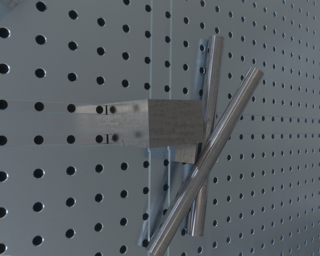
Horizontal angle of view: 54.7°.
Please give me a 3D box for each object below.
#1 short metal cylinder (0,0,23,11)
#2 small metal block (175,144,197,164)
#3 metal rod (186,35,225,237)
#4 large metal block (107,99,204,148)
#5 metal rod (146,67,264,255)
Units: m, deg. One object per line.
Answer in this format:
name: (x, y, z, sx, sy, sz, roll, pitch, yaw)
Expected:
short metal cylinder: (-0.122, -0.150, 0.271, 0.050, 0.080, 0.080, 46, 63, -31)
small metal block: (0.037, 0.022, 0.422, 0.050, 0.025, 0.050, 55, 42, -82)
metal rod: (0.070, 0.008, 0.467, 0.025, 0.025, 0.298, 12, 82, -40)
large metal block: (-0.006, -0.006, 0.368, 0.081, 0.080, 0.050, -3, 92, -40)
metal rod: (0.069, 0.039, 0.437, 0.025, 0.025, 0.300, 41, 74, -33)
